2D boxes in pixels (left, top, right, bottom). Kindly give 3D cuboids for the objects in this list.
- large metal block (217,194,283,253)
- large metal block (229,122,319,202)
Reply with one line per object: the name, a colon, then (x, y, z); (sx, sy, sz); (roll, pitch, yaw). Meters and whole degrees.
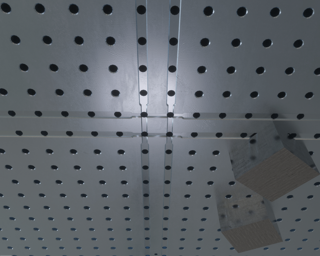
large metal block: (0.155, 0.166, 0.538); (0.080, 0.050, 0.080); (-23, 127, 18)
large metal block: (0.159, 0.050, 0.439); (0.080, 0.050, 0.080); (32, 123, -25)
